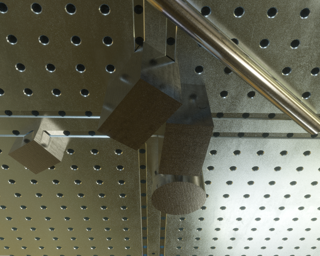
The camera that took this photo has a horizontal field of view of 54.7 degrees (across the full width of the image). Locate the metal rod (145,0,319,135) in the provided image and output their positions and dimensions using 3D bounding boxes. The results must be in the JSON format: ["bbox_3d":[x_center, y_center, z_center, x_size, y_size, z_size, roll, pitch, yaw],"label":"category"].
[{"bbox_3d":[0.090,-0.074,0.350,0.301,0.025,0.025,32,123,-25],"label":"metal rod"}]

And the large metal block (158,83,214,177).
[{"bbox_3d":[0.027,0.001,0.377,0.050,0.080,0.079,4,130,-4],"label":"large metal block"}]

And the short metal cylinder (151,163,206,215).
[{"bbox_3d":[0.027,0.088,0.471,0.081,0.050,0.079,0,130,0],"label":"short metal cylinder"}]

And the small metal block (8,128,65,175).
[{"bbox_3d":[-0.173,0.034,0.438,0.050,0.025,0.050,-26,126,20],"label":"small metal block"}]

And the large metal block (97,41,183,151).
[{"bbox_3d":[-0.022,-0.036,0.345,0.050,0.080,0.080,30,124,-23],"label":"large metal block"}]
